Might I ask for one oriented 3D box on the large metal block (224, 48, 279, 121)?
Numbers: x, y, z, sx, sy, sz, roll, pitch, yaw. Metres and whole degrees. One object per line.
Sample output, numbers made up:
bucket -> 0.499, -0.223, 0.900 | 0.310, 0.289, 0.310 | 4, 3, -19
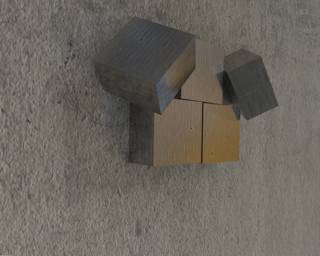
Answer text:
large metal block -> 0.129, -0.069, 0.473 | 0.050, 0.080, 0.080 | -26, 112, 6

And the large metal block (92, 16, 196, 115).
large metal block -> -0.014, -0.072, 0.351 | 0.080, 0.080, 0.050 | -55, 157, -26

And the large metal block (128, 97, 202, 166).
large metal block -> 0.008, 0.005, 0.398 | 0.081, 0.050, 0.079 | 2, 89, -40

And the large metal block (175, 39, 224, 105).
large metal block -> 0.042, -0.075, 0.428 | 0.081, 0.050, 0.080 | 4, 88, -40

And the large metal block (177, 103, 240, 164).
large metal block -> 0.071, 0.008, 0.449 | 0.081, 0.050, 0.079 | 2, 89, -40
